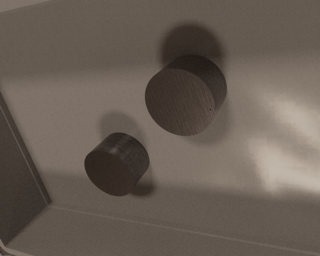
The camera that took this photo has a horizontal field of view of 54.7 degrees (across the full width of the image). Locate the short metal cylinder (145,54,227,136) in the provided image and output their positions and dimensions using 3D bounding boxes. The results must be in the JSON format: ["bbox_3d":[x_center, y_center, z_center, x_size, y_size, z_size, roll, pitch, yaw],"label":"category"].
[{"bbox_3d":[0.030,-0.038,0.352,0.080,0.050,0.079,13,124,20],"label":"short metal cylinder"}]

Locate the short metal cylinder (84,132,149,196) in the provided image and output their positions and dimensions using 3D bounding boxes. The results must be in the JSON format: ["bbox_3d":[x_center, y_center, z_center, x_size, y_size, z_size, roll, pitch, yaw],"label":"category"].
[{"bbox_3d":[-0.063,0.053,0.457,0.080,0.050,0.079,13,124,20],"label":"short metal cylinder"}]
